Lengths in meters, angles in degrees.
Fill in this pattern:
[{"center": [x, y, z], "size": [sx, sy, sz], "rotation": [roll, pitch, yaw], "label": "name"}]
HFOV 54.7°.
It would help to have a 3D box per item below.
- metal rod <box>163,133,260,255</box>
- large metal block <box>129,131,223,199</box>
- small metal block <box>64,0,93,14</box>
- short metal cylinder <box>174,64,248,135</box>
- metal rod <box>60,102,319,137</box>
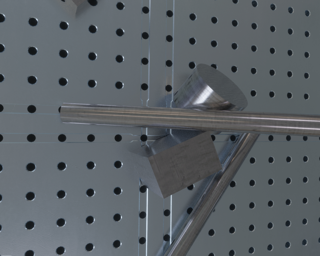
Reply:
[{"center": [0.059, 0.117, 0.434], "size": [0.025, 0.025, 0.300], "rotation": [39, 78, -16], "label": "metal rod"}, {"center": [0.017, 0.040, 0.390], "size": [0.081, 0.080, 0.050], "rotation": [-23, 98, -19], "label": "large metal block"}, {"center": [-0.100, -0.178, 0.375], "size": [0.050, 0.025, 0.050], "rotation": [-45, 104, -14], "label": "small metal block"}, {"center": [0.065, -0.038, 0.400], "size": [0.080, 0.080, 0.050], "rotation": [28, 122, -18], "label": "short metal cylinder"}, {"center": [0.035, -0.010, 0.358], "size": [0.302, 0.025, 0.025], "rotation": [3, 89, 5], "label": "metal rod"}]
